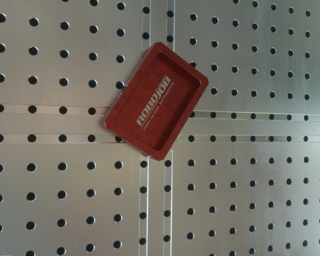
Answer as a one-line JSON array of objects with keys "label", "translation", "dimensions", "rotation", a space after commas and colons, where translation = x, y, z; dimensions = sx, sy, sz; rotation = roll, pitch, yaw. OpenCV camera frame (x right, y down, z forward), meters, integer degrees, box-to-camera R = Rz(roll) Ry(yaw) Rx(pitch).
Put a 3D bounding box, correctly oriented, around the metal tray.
[{"label": "metal tray", "translation": [-0.005, -0.034, 0.407], "dimensions": [0.090, 0.030, 0.130], "rotation": [34, 79, -17]}]
